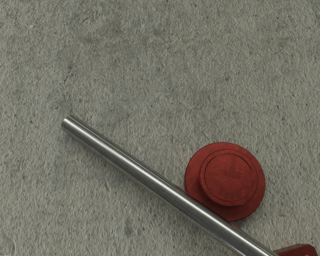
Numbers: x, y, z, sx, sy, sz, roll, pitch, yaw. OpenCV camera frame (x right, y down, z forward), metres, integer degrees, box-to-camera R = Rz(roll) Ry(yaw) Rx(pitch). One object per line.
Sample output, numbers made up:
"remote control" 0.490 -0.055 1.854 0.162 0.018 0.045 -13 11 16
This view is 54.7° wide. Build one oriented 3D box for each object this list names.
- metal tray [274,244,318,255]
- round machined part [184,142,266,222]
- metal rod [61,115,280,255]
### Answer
"metal tray" 0.143 0.202 0.333 0.091 0.030 0.130 -14 71 -6
"round machined part" 0.080 0.063 0.377 0.099 0.042 0.098 0 70 -1
"metal rod" 0.000 0.070 0.365 0.300 0.025 0.025 32 73 17
